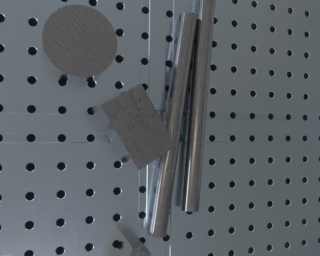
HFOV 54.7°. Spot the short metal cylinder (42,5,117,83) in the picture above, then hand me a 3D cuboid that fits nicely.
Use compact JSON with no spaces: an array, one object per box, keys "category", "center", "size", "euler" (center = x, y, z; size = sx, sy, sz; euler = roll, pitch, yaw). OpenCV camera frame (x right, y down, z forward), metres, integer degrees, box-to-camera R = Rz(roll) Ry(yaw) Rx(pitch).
[{"category":"short metal cylinder","center":[-0.095,-0.096,0.364],"size":[0.081,0.050,0.079],"euler":[0,90,-20]}]

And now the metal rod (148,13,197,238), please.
[{"category":"metal rod","center":[0.017,-0.006,0.419],"size":[0.025,0.025,0.298],"euler":[9,87,-20]}]

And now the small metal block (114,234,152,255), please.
[{"category":"small metal block","center":[-0.039,0.168,0.386],"size":[0.025,0.050,0.050],"euler":[25,82,-19]}]

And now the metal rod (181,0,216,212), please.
[{"category":"metal rod","center":[0.054,-0.035,0.432],"size":[0.025,0.025,0.298],"euler":[5,88,-20]}]

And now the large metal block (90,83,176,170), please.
[{"category":"large metal block","center":[-0.035,-0.002,0.371],"size":[0.050,0.080,0.080],"euler":[-32,101,-17]}]
